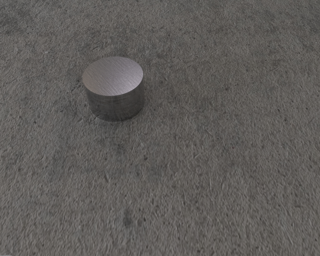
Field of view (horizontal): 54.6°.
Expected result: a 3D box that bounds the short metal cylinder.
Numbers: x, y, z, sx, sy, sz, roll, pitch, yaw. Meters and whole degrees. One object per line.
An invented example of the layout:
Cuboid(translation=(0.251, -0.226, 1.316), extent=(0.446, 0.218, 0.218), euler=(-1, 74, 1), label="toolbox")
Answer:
Cuboid(translation=(-0.063, -0.055, 0.433), extent=(0.080, 0.050, 0.080), euler=(0, 50, 0), label="short metal cylinder")
